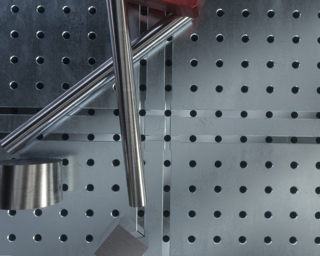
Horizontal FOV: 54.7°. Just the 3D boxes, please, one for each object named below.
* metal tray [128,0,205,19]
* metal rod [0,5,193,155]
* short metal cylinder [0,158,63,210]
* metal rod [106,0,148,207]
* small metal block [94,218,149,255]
[{"bbox_3d":[0.000,-0.201,0.394,0.130,0.030,0.090,19,89,13],"label":"metal tray"},{"bbox_3d":[-0.082,-0.065,0.412,0.301,0.025,0.025,-37,90,-1],"label":"metal rod"},{"bbox_3d":[-0.163,0.066,0.384,0.081,0.080,0.050,0,90,-1],"label":"short metal cylinder"},{"bbox_3d":[-0.043,-0.046,0.392,0.025,0.025,0.298,-5,98,0],"label":"metal rod"},{"bbox_3d":[-0.050,0.159,0.413,0.050,0.025,0.050,39,90,-1],"label":"small metal block"}]
